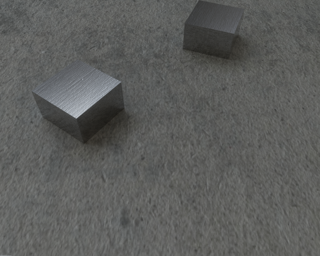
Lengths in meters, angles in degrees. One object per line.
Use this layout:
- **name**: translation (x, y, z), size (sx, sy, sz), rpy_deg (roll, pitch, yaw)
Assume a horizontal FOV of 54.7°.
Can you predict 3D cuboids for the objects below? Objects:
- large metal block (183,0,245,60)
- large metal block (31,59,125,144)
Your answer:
- **large metal block**: translation (0.092, -0.170, 0.531), size (0.080, 0.050, 0.080), rpy_deg (17, 52, 13)
- **large metal block**: translation (-0.107, -0.038, 0.417), size (0.080, 0.050, 0.080), rpy_deg (29, 56, 22)
